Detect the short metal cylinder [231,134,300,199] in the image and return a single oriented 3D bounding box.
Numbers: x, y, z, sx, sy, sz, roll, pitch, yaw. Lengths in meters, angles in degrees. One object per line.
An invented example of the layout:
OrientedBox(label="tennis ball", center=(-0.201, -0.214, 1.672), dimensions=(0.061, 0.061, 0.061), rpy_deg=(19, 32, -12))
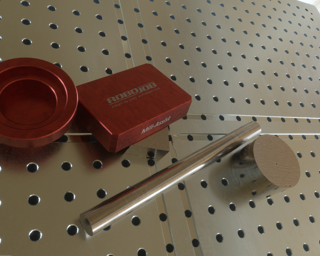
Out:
OrientedBox(label="short metal cylinder", center=(0.150, 0.055, 0.441), dimensions=(0.081, 0.050, 0.080), rpy_deg=(14, 56, -21))

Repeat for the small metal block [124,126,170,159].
OrientedBox(label="small metal block", center=(-0.017, 0.009, 0.395), dimensions=(0.050, 0.025, 0.050), rpy_deg=(11, 57, -23))

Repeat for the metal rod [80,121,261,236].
OrientedBox(label="metal rod", center=(0.038, 0.049, 0.400), dimensions=(0.302, 0.025, 0.025), rpy_deg=(-23, 75, -37))

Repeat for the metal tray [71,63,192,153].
OrientedBox(label="metal tray", center=(-0.035, -0.032, 0.390), dimensions=(0.131, 0.030, 0.090), rpy_deg=(-28, 59, -37))

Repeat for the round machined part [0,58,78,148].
OrientedBox(label="round machined part", center=(-0.140, -0.023, 0.330), dimensions=(0.099, 0.042, 0.098), rpy_deg=(8, 61, -15))
